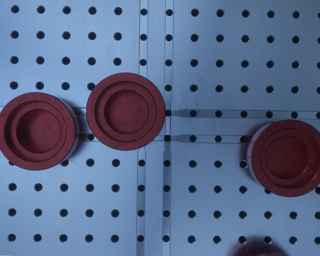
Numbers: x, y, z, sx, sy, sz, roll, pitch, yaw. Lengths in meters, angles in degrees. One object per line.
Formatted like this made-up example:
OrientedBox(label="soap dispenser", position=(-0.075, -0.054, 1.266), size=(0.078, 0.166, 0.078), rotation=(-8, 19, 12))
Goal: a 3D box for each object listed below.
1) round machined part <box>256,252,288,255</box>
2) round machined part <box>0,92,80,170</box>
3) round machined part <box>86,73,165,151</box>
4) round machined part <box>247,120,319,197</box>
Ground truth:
OrientedBox(label="round machined part", position=(0.147, 0.212, 0.407), size=(0.099, 0.042, 0.097), rotation=(0, 90, -1))
OrientedBox(label="round machined part", position=(-0.154, 0.004, 0.403), size=(0.099, 0.042, 0.097), rotation=(0, 90, -1))
OrientedBox(label="round machined part", position=(-0.043, -0.020, 0.404), size=(0.099, 0.042, 0.097), rotation=(0, 90, -1))
OrientedBox(label="round machined part", position=(0.163, 0.038, 0.407), size=(0.099, 0.042, 0.097), rotation=(0, 90, -1))
